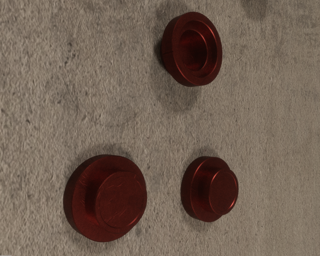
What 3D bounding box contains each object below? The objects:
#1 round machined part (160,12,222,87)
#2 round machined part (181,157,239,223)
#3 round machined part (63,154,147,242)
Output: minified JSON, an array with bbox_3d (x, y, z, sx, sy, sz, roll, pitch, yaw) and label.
[{"bbox_3d":[0.039,-0.105,0.428,0.099,0.042,0.097,0,90,-40],"label":"round machined part"},{"bbox_3d":[0.081,0.092,0.464,0.099,0.042,0.097,0,90,-40],"label":"round machined part"},{"bbox_3d":[-0.054,0.080,0.351,0.099,0.042,0.097,0,90,-40],"label":"round machined part"}]
